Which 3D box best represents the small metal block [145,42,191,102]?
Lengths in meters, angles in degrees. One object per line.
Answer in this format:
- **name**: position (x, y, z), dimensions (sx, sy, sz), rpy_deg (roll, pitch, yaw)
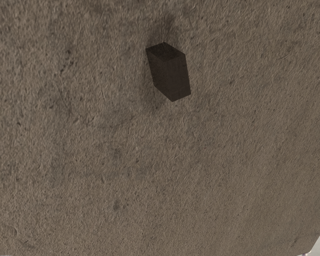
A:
- **small metal block**: position (0.010, -0.065, 0.357), dimensions (0.025, 0.050, 0.050), rpy_deg (-24, 128, -14)
